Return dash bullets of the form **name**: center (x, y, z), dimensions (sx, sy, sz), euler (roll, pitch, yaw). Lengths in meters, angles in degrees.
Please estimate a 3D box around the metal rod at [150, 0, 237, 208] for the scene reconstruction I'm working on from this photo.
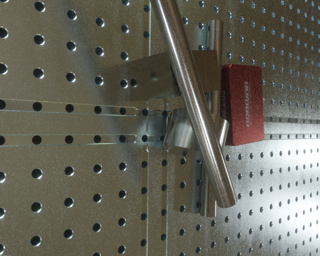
- **metal rod**: center (0.033, -0.045, 0.334), dimensions (0.025, 0.025, 0.298), euler (-32, 110, -36)

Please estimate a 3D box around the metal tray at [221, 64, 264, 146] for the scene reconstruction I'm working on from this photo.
- **metal tray**: center (0.136, -0.039, 0.523), dimensions (0.091, 0.030, 0.129), euler (-6, 94, -40)

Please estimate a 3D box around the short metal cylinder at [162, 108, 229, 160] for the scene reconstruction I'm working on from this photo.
- **short metal cylinder**: center (0.048, 0.011, 0.416), dimensions (0.080, 0.080, 0.050), euler (24, 75, -38)

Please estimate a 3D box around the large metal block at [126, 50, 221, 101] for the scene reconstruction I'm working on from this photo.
- **large metal block**: center (0.017, -0.065, 0.389), dimensions (0.081, 0.080, 0.050), euler (-13, 99, -40)

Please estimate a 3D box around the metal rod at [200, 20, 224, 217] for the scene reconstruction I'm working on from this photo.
- **metal rod**: center (0.080, -0.016, 0.479), dimensions (0.025, 0.025, 0.298), euler (4, 87, -40)
